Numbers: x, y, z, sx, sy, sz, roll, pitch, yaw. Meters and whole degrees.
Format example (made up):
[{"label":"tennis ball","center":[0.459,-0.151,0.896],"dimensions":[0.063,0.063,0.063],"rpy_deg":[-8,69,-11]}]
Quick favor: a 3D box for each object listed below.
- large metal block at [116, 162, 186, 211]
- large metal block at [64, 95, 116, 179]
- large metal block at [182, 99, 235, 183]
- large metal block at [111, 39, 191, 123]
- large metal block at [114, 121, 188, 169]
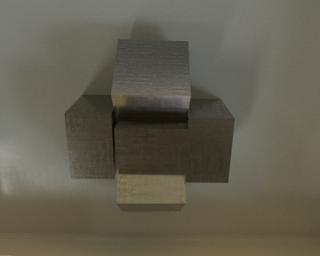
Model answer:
[{"label":"large metal block","center":[-0.011,0.078,0.402],"dimensions":[0.081,0.080,0.050],"rpy_deg":[0,68,-2]},{"label":"large metal block","center":[-0.078,0.008,0.383],"dimensions":[0.050,0.080,0.079],"rpy_deg":[1,110,0]},{"label":"large metal block","center":[0.055,0.013,0.386],"dimensions":[0.050,0.080,0.079],"rpy_deg":[1,110,0]},{"label":"large metal block","center":[-0.009,-0.054,0.354],"dimensions":[0.081,0.080,0.050],"rpy_deg":[2,148,-1]},{"label":"large metal block","center":[-0.010,0.010,0.384],"dimensions":[0.081,0.080,0.050],"rpy_deg":[1,110,-1]}]
